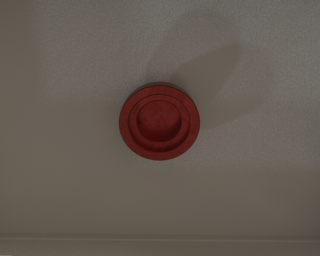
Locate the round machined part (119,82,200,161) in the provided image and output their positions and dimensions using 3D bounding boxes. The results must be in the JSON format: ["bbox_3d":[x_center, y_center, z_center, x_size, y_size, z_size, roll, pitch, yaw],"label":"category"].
[{"bbox_3d":[-0.001,-0.011,0.395,0.099,0.042,0.097,0,110,0],"label":"round machined part"}]
